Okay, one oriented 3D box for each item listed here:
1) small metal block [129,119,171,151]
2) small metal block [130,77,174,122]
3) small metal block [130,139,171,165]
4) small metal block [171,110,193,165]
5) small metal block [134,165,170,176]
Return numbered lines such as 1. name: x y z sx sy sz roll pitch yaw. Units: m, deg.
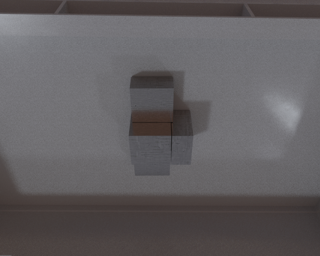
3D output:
1. small metal block: -0.012 0.003 0.392 0.050 0.050 0.025 0 130 0
2. small metal block: -0.009 -0.034 0.377 0.050 0.025 0.050 0 130 0
3. small metal block: -0.011 0.021 0.408 0.050 0.050 0.025 0 130 0
4. small metal block: 0.027 0.012 0.401 0.025 0.050 0.050 0 130 0
5. small metal block: -0.011 0.042 0.442 0.050 0.025 0.050 0 130 0
